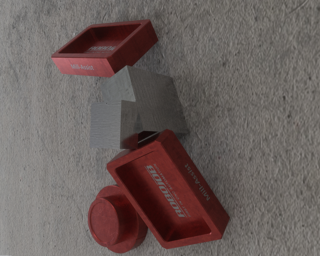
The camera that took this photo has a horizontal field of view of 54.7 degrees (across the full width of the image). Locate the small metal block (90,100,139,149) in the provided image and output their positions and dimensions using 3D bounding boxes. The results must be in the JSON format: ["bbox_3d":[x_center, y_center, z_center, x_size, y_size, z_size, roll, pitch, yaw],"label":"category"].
[{"bbox_3d":[-0.050,-0.003,0.338,0.050,0.025,0.050,-1,86,41],"label":"small metal block"}]

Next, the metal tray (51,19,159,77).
[{"bbox_3d":[-0.078,-0.111,0.430,0.130,0.090,0.030,11,141,39],"label":"metal tray"}]

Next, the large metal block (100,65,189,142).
[{"bbox_3d":[-0.018,-0.023,0.382,0.050,0.081,0.080,-28,69,37],"label":"large metal block"}]

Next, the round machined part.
[{"bbox_3d":[-0.067,0.133,0.450,0.098,0.042,0.097,0,90,40],"label":"round machined part"}]

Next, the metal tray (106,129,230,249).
[{"bbox_3d":[0.008,0.075,0.358,0.090,0.030,0.130,-28,100,36],"label":"metal tray"}]
